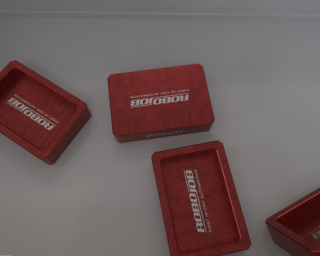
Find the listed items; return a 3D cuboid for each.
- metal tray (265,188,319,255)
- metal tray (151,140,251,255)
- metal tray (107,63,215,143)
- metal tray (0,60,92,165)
[{"bbox_3d":[0.196,0.097,0.338,0.131,0.090,0.030,-26,97,-9],"label":"metal tray"},{"bbox_3d":[0.046,0.087,0.375,0.091,0.030,0.130,-11,70,-4],"label":"metal tray"},{"bbox_3d":[0.000,-0.034,0.419,0.131,0.030,0.090,-8,70,-3],"label":"metal tray"},{"bbox_3d":[-0.171,-0.022,0.413,0.130,0.030,0.090,31,73,10],"label":"metal tray"}]
